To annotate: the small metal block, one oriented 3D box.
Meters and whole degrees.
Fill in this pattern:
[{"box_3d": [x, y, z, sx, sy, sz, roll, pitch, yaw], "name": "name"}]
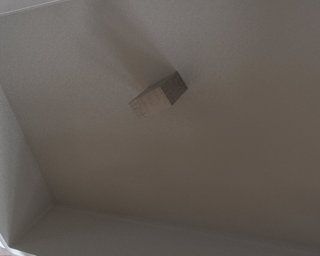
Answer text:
[{"box_3d": [-0.001, -0.038, 0.370, 0.050, 0.050, 0.025, -24, 106, 36], "name": "small metal block"}]
